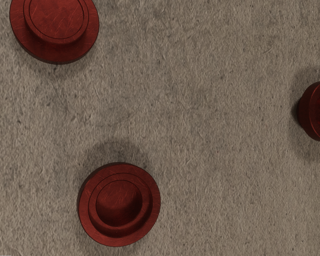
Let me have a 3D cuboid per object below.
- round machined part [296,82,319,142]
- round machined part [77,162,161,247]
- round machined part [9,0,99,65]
[{"bbox_3d":[0.262,-0.026,0.499,0.099,0.042,0.097,0,90,-21],"label":"round machined part"},{"bbox_3d":[-0.052,0.090,0.382,0.099,0.042,0.097,0,90,-21],"label":"round machined part"},{"bbox_3d":[-0.119,-0.125,0.356,0.099,0.042,0.097,0,90,-21],"label":"round machined part"}]
